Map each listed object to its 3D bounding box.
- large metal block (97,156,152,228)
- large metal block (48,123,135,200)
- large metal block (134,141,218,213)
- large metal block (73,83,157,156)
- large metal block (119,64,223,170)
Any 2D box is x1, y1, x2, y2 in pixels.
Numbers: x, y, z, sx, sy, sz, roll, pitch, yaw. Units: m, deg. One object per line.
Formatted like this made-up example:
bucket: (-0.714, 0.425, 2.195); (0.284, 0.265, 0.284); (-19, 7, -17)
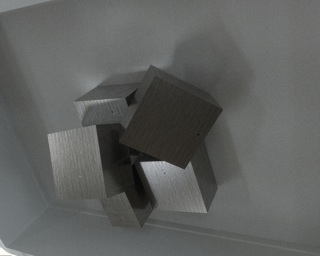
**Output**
large metal block: (-0.043, 0.083, 0.443); (0.050, 0.080, 0.080); (-7, 115, 31)
large metal block: (-0.083, 0.040, 0.373); (0.080, 0.050, 0.080); (-10, 88, 32)
large metal block: (0.023, 0.064, 0.414); (0.080, 0.050, 0.080); (-5, 116, 30)
large metal block: (-0.055, -0.011, 0.412); (0.080, 0.050, 0.080); (-1, 118, 28)
large metal block: (0.009, -0.012, 0.344); (0.080, 0.050, 0.080); (24, 109, -17)
